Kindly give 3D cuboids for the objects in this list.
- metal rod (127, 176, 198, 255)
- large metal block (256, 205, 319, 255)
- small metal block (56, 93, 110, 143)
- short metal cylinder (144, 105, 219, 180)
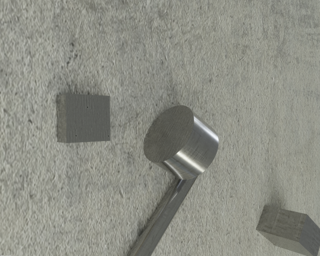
[{"bbox_3d":[-0.025,0.157,0.383,0.025,0.025,0.301,51,60,-28],"label":"metal rod"},{"bbox_3d":[0.238,0.189,0.569,0.080,0.080,0.050,42,65,-32],"label":"large metal block"},{"bbox_3d":[-0.083,-0.010,0.335,0.050,0.025,0.050,-1,91,-40],"label":"small metal block"},{"bbox_3d":[0.026,0.018,0.390,0.050,0.080,0.080,37,67,-34],"label":"short metal cylinder"}]
